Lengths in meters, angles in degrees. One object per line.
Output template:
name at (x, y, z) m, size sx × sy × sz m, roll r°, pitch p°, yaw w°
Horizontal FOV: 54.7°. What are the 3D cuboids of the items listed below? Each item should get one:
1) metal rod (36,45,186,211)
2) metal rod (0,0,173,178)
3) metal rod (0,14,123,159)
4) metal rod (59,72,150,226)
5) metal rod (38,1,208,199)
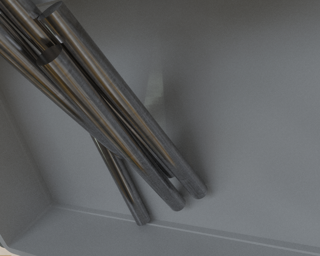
metal rod at (-0.032, 0.027, 0.361) m, size 0.025 × 0.025 × 0.300 m, roll -1°, pitch 144°, yaw 29°
metal rod at (-0.055, -0.025, 0.340) m, size 0.025 × 0.025 × 0.300 m, roll -7°, pitch 141°, yaw 31°
metal rod at (-0.101, -0.032, 0.337) m, size 0.025 × 0.025 × 0.300 m, roll 9°, pitch 157°, yaw 24°
metal rod at (-0.083, 0.026, 0.468) m, size 0.025 × 0.025 × 0.299 m, roll -10°, pitch 114°, yaw 32°
metal rod at (-0.016, -0.003, 0.343) m, size 0.025 × 0.025 × 0.300 m, roll -8°, pitch 137°, yaw 32°
